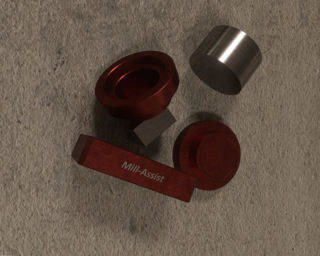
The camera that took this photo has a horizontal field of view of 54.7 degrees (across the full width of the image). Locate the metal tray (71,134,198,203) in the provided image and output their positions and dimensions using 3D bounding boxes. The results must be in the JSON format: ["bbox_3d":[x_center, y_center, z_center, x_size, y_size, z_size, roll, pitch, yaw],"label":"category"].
[{"bbox_3d":[-0.033,0.045,0.363,0.131,0.090,0.030,23,82,-19],"label":"metal tray"}]

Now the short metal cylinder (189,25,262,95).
[{"bbox_3d":[0.087,-0.089,0.413,0.080,0.080,0.050,41,77,-16],"label":"short metal cylinder"}]

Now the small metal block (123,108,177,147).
[{"bbox_3d":[-0.014,-0.003,0.392,0.050,0.050,0.025,-39,103,-16],"label":"small metal block"}]

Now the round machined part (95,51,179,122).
[{"bbox_3d":[-0.024,-0.046,0.371,0.098,0.098,0.042,-41,136,-16],"label":"round machined part"}]

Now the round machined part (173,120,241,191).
[{"bbox_3d":[0.071,0.038,0.428,0.099,0.042,0.097,0,90,-21],"label":"round machined part"}]
